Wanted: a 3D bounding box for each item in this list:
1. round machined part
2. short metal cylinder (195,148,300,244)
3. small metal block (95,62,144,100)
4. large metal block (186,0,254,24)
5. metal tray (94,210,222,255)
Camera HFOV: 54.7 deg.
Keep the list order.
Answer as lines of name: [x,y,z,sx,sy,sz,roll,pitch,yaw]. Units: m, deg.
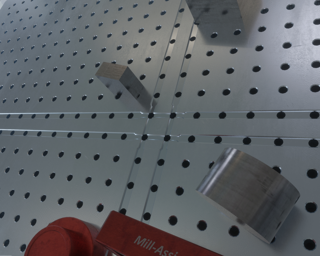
round machined part: [-0.121,0.154,0.366,0.098,0.042,0.098,-13,56,21]
short metal cylinder: [0.081,0.062,0.292,0.080,0.080,0.050,30,79,37]
small metal block: [-0.061,-0.071,0.468,0.050,0.050,0.025,17,71,35]
large metal block: [0.096,-0.207,0.469,0.080,0.050,0.080,13,69,33]
metal tray: [0.015,0.124,0.279,0.130,0.090,0.030,11,58,33]
